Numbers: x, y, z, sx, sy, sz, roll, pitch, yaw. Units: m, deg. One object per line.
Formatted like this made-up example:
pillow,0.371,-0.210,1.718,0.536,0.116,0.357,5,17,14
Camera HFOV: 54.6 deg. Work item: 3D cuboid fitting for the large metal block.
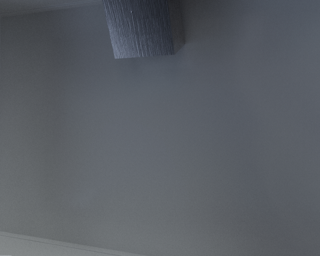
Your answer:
large metal block,-0.018,-0.135,0.387,0.080,0.050,0.080,1,119,20
